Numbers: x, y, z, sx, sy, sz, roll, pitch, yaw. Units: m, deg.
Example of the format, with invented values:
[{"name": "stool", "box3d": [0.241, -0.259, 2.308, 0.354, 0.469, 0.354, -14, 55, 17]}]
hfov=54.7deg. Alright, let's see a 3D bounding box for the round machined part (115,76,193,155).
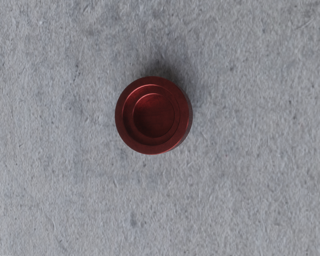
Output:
[{"name": "round machined part", "box3d": [-0.005, -0.016, 0.401, 0.098, 0.042, 0.097, 0, 90, 19]}]
